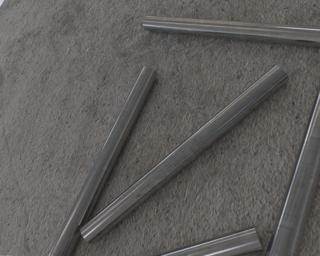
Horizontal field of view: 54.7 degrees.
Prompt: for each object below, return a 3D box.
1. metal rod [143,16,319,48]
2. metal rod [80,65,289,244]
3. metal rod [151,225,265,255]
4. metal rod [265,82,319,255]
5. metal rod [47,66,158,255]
[{"bbox_3d":[0.097,-0.139,0.437,0.300,0.025,0.025,18,71,35],"label":"metal rod"},{"bbox_3d":[0.028,0.032,0.369,0.300,0.025,0.025,-40,51,0],"label":"metal rod"},{"bbox_3d":[-0.041,0.159,0.328,0.301,0.025,0.025,-22,54,14],"label":"metal rod"},{"bbox_3d":[0.136,0.056,0.297,0.025,0.025,0.300,14,68,33],"label":"metal rod"},{"bbox_3d":[-0.073,0.045,0.414,0.025,0.025,0.300,11,67,33],"label":"metal rod"}]
